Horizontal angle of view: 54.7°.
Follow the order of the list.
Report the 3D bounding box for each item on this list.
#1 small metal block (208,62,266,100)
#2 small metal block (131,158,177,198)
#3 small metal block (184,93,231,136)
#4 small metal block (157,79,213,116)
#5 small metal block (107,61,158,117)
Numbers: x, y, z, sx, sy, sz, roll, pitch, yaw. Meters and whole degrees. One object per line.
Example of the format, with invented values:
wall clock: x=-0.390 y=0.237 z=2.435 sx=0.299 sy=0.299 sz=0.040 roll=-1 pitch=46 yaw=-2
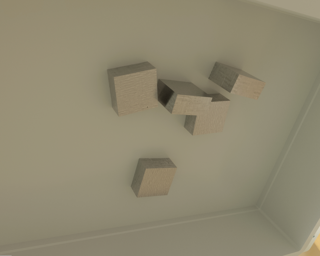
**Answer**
small metal block: x=0.102 y=-0.063 z=0.411 sx=0.050 sy=0.050 sz=0.025 roll=9 pitch=114 yaw=-33
small metal block: x=-0.009 y=0.072 z=0.450 sx=0.050 sy=0.025 sz=0.050 roll=3 pitch=117 yaw=-30
small metal block: x=0.065 y=-0.020 z=0.434 sx=0.050 sy=0.025 sz=0.050 roll=-6 pitch=121 yaw=-26
small metal block: x=0.028 y=-0.038 z=0.386 sx=0.050 sy=0.050 sz=0.025 roll=2 pitch=118 yaw=-30
small metal block: x=-0.031 y=-0.046 z=0.364 sx=0.050 sy=0.025 sz=0.050 roll=-16 pitch=125 yaw=-20
